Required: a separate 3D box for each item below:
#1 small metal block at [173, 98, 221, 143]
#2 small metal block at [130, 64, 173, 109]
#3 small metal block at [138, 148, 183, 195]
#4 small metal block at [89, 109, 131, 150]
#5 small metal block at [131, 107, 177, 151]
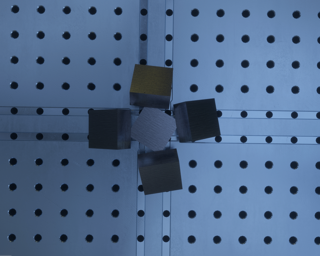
[{"bbox_3d":[0.048,-0.010,0.402,0.050,0.025,0.050,-10,90,-35],"label":"small metal block"},{"bbox_3d":[-0.011,-0.054,0.401,0.050,0.025,0.050,6,54,0],"label":"small metal block"},{"bbox_3d":[0.001,0.057,0.401,0.050,0.025,0.050,-9,126,0],"label":"small metal block"},{"bbox_3d":[-0.065,0.002,0.401,0.050,0.025,0.050,0,90,34],"label":"small metal block"},{"bbox_3d":[-0.008,0.001,0.413,0.050,0.025,0.050,31,90,-1],"label":"small metal block"}]
